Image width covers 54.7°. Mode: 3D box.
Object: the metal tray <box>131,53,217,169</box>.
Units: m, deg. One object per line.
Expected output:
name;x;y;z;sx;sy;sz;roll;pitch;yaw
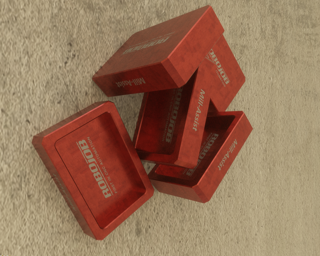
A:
metal tray;0.014;-0.020;0.377;0.030;0.090;0.129;21;77;-39

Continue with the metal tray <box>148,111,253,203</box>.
metal tray;0.054;0.032;0.411;0.130;0.090;0.030;-51;121;-28

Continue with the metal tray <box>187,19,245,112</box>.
metal tray;0.073;-0.094;0.466;0.090;0.030;0.130;-52;121;-27

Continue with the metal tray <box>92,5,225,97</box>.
metal tray;-0.007;-0.078;0.334;0.030;0.130;0.090;52;59;-28

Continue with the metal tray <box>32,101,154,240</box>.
metal tray;-0.068;0.046;0.347;0.091;0.030;0.129;-36;112;-34
